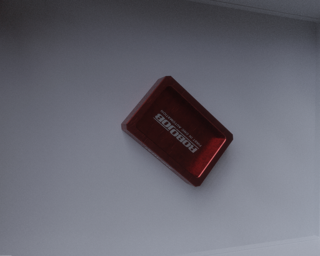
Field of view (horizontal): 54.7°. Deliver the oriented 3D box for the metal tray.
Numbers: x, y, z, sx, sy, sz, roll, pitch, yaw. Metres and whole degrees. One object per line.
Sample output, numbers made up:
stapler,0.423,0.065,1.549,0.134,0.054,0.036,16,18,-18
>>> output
metal tray,0.026,0.005,0.417,0.130,0.030,0.090,41,77,-16
